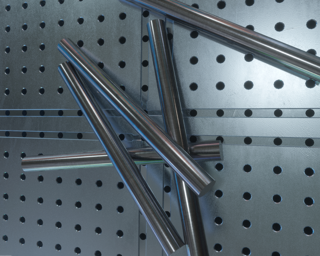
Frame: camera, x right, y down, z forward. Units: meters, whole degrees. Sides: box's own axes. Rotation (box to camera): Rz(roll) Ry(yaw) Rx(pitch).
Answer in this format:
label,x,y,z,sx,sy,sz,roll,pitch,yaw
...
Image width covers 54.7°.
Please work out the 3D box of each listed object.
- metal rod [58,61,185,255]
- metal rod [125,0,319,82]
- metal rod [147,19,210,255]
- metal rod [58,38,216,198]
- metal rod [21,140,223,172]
label,x,y,z,sx,sy,sz,roll,pitch,yaw
metal rod,-0.061,0.025,0.407,0.025,0.025,0.299,-40,68,15
metal rod,0.061,-0.131,0.390,0.301,0.025,0.025,29,99,17
metal rod,0.019,0.005,0.381,0.025,0.025,0.299,-14,77,19
metal rod,-0.046,-0.029,0.394,0.300,0.025,0.025,44,104,27
metal rod,-0.065,0.042,0.434,0.301,0.025,0.025,-6,88,19
